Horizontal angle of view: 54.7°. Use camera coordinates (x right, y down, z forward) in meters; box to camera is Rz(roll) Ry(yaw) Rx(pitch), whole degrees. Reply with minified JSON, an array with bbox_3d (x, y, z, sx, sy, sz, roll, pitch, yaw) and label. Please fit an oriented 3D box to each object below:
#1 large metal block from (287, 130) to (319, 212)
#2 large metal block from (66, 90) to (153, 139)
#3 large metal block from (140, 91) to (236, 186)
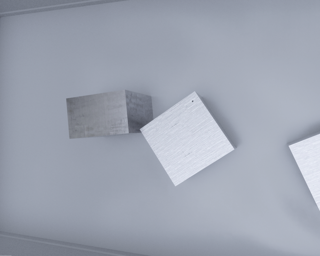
[{"bbox_3d":[0.193,0.039,0.329,0.080,0.050,0.080,-25,82,18],"label":"large metal block"},{"bbox_3d":[-0.061,-0.015,0.403,0.080,0.080,0.050,-6,88,20],"label":"large metal block"},{"bbox_3d":[0.036,0.013,0.382,0.080,0.050,0.080,-35,79,12],"label":"large metal block"}]
